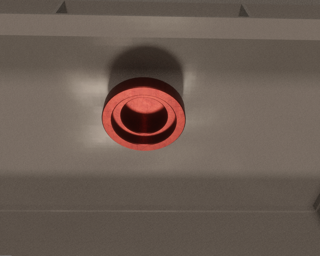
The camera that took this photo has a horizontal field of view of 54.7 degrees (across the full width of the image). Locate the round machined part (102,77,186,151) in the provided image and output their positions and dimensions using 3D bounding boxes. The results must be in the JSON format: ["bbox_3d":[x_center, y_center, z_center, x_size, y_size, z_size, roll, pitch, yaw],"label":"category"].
[{"bbox_3d":[-0.019,-0.021,0.380,0.099,0.042,0.097,-1,130,0],"label":"round machined part"}]
